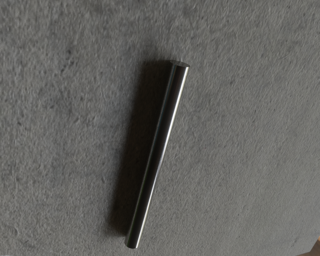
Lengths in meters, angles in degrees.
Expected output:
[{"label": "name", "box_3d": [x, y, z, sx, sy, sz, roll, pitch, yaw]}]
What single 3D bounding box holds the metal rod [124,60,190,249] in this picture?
[{"label": "metal rod", "box_3d": [-0.010, 0.053, 0.435, 0.025, 0.025, 0.298, 0, 118, -29]}]
